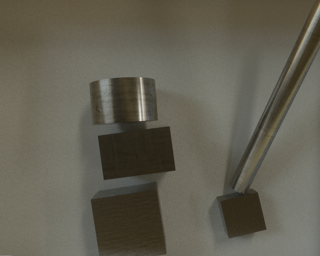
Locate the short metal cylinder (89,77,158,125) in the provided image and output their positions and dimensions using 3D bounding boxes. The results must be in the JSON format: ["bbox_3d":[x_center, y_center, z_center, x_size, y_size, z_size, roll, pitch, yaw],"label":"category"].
[{"bbox_3d":[-0.044,-0.031,0.383,0.081,0.080,0.050,-4,90,-1],"label":"short metal cylinder"}]

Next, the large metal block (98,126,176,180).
[{"bbox_3d":[-0.026,0.028,0.384,0.081,0.080,0.050,-8,90,0],"label":"large metal block"}]

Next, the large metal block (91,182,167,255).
[{"bbox_3d":[-0.038,0.119,0.399,0.081,0.050,0.080,-9,90,-1],"label":"large metal block"}]

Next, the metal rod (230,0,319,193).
[{"bbox_3d":[0.147,-0.050,0.354,0.025,0.025,0.298,18,114,-1],"label":"metal rod"}]

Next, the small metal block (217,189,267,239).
[{"bbox_3d":[0.108,0.113,0.413,0.050,0.025,0.050,-13,90,-1],"label":"small metal block"}]
